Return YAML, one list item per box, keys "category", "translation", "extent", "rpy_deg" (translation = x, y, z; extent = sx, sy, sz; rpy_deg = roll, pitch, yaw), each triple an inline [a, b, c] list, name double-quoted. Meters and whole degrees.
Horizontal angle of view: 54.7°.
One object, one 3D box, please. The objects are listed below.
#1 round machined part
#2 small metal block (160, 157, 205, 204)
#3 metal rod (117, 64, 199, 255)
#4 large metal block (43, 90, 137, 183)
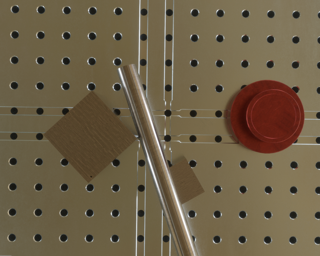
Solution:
- category: "round machined part"
  translation: [0.142, -0.015, 0.407]
  extent: [0.099, 0.042, 0.097]
  rpy_deg: [0, 90, -1]
- category: "small metal block"
  translation: [0.024, 0.073, 0.414]
  extent: [0.050, 0.025, 0.050]
  rpy_deg: [-29, 90, -1]
- category: "metal rod"
  translation: [0.004, 0.066, 0.388]
  extent: [0.025, 0.025, 0.298]
  rpy_deg: [-18, 90, 0]
- category: "large metal block"
  translation: [-0.084, 0.010, 0.400]
  extent: [0.080, 0.050, 0.080]
  rpy_deg: [-43, 91, 0]
